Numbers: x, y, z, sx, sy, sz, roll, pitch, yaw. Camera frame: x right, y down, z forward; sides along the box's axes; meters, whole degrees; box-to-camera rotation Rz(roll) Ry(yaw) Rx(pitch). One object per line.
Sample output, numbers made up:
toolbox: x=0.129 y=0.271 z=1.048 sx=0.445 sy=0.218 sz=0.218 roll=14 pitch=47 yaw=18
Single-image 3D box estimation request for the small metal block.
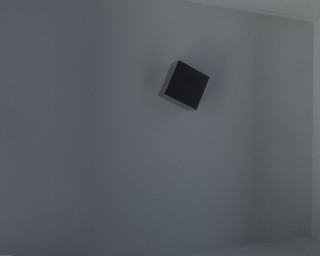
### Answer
small metal block: x=0.033 y=-0.057 z=0.424 sx=0.050 sy=0.025 sz=0.050 roll=25 pitch=82 yaw=-19
